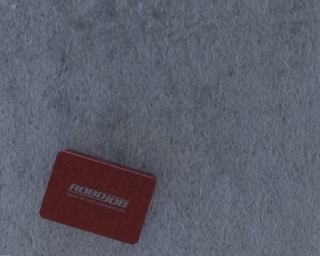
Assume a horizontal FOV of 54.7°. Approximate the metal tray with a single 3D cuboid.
[{"bbox_3d":[-0.079,0.088,0.407,0.131,0.030,0.090,17,90,-1],"label":"metal tray"}]
